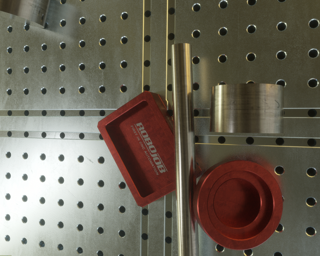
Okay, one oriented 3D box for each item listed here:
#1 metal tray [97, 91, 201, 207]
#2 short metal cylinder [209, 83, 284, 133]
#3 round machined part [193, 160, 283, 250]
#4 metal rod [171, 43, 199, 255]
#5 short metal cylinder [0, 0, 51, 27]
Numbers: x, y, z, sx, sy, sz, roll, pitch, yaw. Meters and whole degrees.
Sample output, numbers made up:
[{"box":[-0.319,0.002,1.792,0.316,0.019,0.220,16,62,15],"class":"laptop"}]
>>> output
[{"box":[-0.016,0.027,0.415,0.090,0.030,0.130,-32,80,17],"class":"metal tray"},{"box":[0.097,-0.020,0.349,0.080,0.080,0.050,1,91,20],"class":"short metal cylinder"},{"box":[0.086,0.085,0.359,0.099,0.042,0.097,1,86,-8],"class":"round machined part"},{"box":[0.030,0.051,0.369,0.025,0.025,0.298,-2,89,20],"class":"metal rod"},{"box":[-0.207,-0.186,0.456,0.080,0.080,0.050,17,96,19],"class":"short metal cylinder"}]
